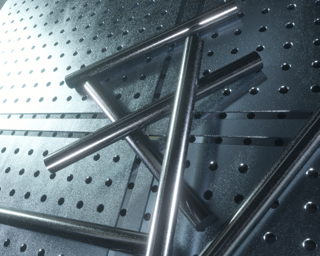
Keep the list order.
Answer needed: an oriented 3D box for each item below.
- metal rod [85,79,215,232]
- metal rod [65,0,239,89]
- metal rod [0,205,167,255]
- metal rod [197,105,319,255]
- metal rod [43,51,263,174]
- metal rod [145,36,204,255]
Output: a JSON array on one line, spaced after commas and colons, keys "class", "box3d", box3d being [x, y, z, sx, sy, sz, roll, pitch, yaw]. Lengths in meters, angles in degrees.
[{"class": "metal rod", "box3d": [-0.032, 0.014, 0.417, 0.025, 0.025, 0.300, -43, 51, -1]}, {"class": "metal rod", "box3d": [-0.023, -0.130, 0.500, 0.300, 0.025, 0.025, -20, 54, 16]}, {"class": "metal rod", "box3d": [-0.125, 0.127, 0.396, 0.300, 0.025, 0.025, 0, 62, 28]}, {"class": "metal rod", "box3d": [0.098, 0.075, 0.311, 0.300, 0.025, 0.025, -49, 51, -6]}, {"class": "metal rod", "box3d": [-0.009, -0.020, 0.399, 0.301, 0.025, 0.025, -27, 52, 1]}, {"class": "metal rod", "box3d": [0.018, 0.027, 0.342, 0.025, 0.025, 0.299, -1, 65, 28]}]
